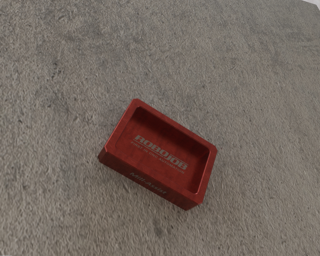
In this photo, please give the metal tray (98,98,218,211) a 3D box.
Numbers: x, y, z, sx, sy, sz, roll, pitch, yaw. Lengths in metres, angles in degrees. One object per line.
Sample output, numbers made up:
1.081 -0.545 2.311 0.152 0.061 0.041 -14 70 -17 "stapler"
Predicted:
0.002 0.032 0.385 0.130 0.030 0.090 31 51 -8 "metal tray"
